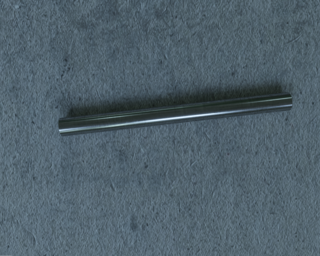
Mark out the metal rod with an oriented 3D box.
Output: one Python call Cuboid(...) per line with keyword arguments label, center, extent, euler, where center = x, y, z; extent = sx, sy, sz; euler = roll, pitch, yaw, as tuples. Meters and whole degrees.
Cuboid(label="metal rod", center=(0.020, -0.018, 0.410), extent=(0.302, 0.025, 0.025), euler=(-7, 90, 0))
